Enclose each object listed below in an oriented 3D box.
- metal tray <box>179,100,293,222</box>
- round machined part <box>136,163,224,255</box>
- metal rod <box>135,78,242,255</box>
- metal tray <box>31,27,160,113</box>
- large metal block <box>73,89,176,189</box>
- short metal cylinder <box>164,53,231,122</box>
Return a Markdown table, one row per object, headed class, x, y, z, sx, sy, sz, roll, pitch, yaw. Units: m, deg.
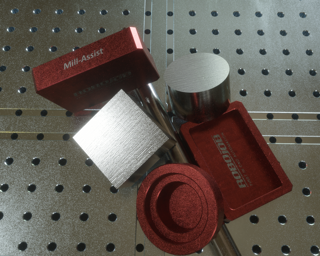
| class | x | y | z | sx | sy | sz | roll | pitch | yaw |
| --- | --- | --- | --- | --- | --- | --- | --- | --- | --- |
| metal tray | 0.091 | 0.040 | 0.391 | 0.091 | 0.030 | 0.130 | -24 | 72 | -9 |
| round machined part | 0.025 | 0.088 | 0.352 | 0.098 | 0.042 | 0.097 | -3 | 84 | 28 |
| metal rod | 0.020 | 0.028 | 0.397 | 0.025 | 0.025 | 0.299 | -24 | 72 | -8 |
| metal tray | -0.074 | -0.066 | 0.382 | 0.130 | 0.090 | 0.030 | -21 | 73 | 8 |
| large metal block | -0.040 | 0.014 | 0.370 | 0.080 | 0.050 | 0.080 | -45 | 76 | 4 |
| short metal cylinder | 0.049 | -0.053 | 0.399 | 0.080 | 0.050 | 0.080 | -7 | 46 | 8 |
